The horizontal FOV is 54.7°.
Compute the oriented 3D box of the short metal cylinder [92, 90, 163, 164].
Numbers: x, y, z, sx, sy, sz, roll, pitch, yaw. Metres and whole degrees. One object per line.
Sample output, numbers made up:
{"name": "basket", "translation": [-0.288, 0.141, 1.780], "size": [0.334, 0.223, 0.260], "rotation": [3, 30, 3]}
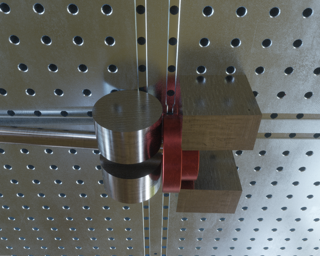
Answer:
{"name": "short metal cylinder", "translation": [-0.038, -0.003, 0.373], "size": [0.081, 0.080, 0.050], "rotation": [1, 131, -1]}

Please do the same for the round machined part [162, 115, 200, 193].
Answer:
{"name": "round machined part", "translation": [0.024, 0.032, 0.391], "size": [0.042, 0.098, 0.097], "rotation": [1, 130, -1]}

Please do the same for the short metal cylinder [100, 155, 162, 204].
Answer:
{"name": "short metal cylinder", "translation": [-0.038, 0.055, 0.421], "size": [0.081, 0.080, 0.050], "rotation": [1, 131, -1]}

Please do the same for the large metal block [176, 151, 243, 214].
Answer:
{"name": "large metal block", "translation": [0.063, 0.071, 0.438], "size": [0.081, 0.080, 0.050], "rotation": [2, 130, -2]}

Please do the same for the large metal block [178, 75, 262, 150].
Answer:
{"name": "large metal block", "translation": [0.064, -0.020, 0.360], "size": [0.081, 0.080, 0.050], "rotation": [0, 130, 0]}

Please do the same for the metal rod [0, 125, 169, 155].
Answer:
{"name": "metal rod", "translation": [-0.121, 0.014, 0.407], "size": [0.302, 0.025, 0.025], "rotation": [4, 130, 1]}
